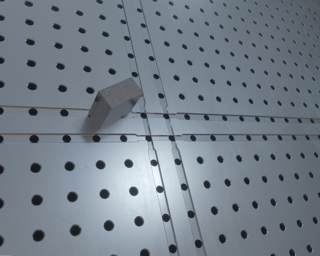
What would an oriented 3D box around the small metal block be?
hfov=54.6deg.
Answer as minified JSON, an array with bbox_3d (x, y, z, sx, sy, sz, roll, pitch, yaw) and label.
[{"bbox_3d":[-0.055,-0.031,0.381,0.050,0.050,0.025,-32,80,-38],"label":"small metal block"}]
